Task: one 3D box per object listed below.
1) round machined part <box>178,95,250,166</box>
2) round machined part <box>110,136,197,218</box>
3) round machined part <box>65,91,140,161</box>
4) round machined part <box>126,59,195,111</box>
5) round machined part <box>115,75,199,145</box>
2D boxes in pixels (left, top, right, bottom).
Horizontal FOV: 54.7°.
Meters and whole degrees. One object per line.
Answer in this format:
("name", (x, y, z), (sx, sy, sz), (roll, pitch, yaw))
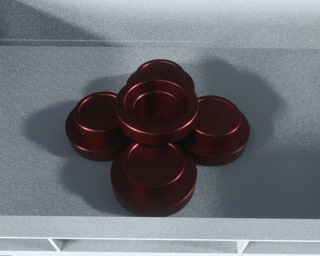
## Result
("round machined part", (0.065, -0.004, 0.394), (0.099, 0.042, 0.098), (0, 50, 0))
("round machined part", (-0.007, 0.048, 0.351), (0.099, 0.042, 0.098), (1, 48, -1))
("round machined part", (-0.072, -0.009, 0.398), (0.099, 0.042, 0.098), (0, 50, 0))
("round machined part", (0.000, -0.061, 0.441), (0.099, 0.042, 0.098), (0, 50, 0))
("round machined part", (-0.003, -0.017, 0.379), (0.099, 0.042, 0.098), (0, 50, 0))
